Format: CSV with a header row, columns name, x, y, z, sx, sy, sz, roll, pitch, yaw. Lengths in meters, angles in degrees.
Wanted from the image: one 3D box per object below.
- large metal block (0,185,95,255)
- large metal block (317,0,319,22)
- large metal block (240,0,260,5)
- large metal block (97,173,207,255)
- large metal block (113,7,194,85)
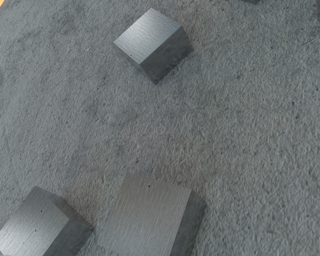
name,x,y,z,sx,sy,sz,roll,pitch,yaw
large metal block,-0.142,0.131,0.382,0.080,0.050,0.080,27,76,37
large metal block,0.216,-0.136,0.339,0.050,0.080,0.080,-23,53,15
large metal block,0.134,-0.242,0.466,0.080,0.050,0.080,-47,51,-5
large metal block,-0.006,0.101,0.329,0.080,0.050,0.080,8,66,32
large metal block,-0.010,-0.125,0.470,0.080,0.050,0.080,-43,51,-2
